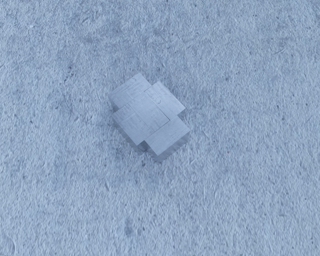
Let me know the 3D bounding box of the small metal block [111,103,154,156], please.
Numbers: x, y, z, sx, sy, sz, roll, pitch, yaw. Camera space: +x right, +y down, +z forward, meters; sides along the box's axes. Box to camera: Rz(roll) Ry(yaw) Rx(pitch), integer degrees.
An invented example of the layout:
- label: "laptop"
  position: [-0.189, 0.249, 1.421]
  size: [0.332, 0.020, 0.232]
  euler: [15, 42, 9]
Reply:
- label: "small metal block"
  position: [-0.033, 0.004, 0.394]
  size: [0.025, 0.050, 0.050]
  euler: [-38, 75, -13]

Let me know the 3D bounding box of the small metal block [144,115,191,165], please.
- label: "small metal block"
  position: [0.009, 0.017, 0.389]
  size: [0.050, 0.050, 0.025]
  euler: [-37, 75, -13]

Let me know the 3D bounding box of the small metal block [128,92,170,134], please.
- label: "small metal block"
  position: [-0.014, -0.011, 0.399]
  size: [0.025, 0.050, 0.050]
  euler: [-38, 75, -13]

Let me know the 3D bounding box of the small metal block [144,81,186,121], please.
- label: "small metal block"
  position: [0.006, -0.026, 0.405]
  size: [0.025, 0.050, 0.050]
  euler: [-39, 75, -13]

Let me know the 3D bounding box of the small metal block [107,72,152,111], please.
- label: "small metal block"
  position: [-0.038, -0.039, 0.409]
  size: [0.050, 0.050, 0.025]
  euler: [-37, 75, -13]
